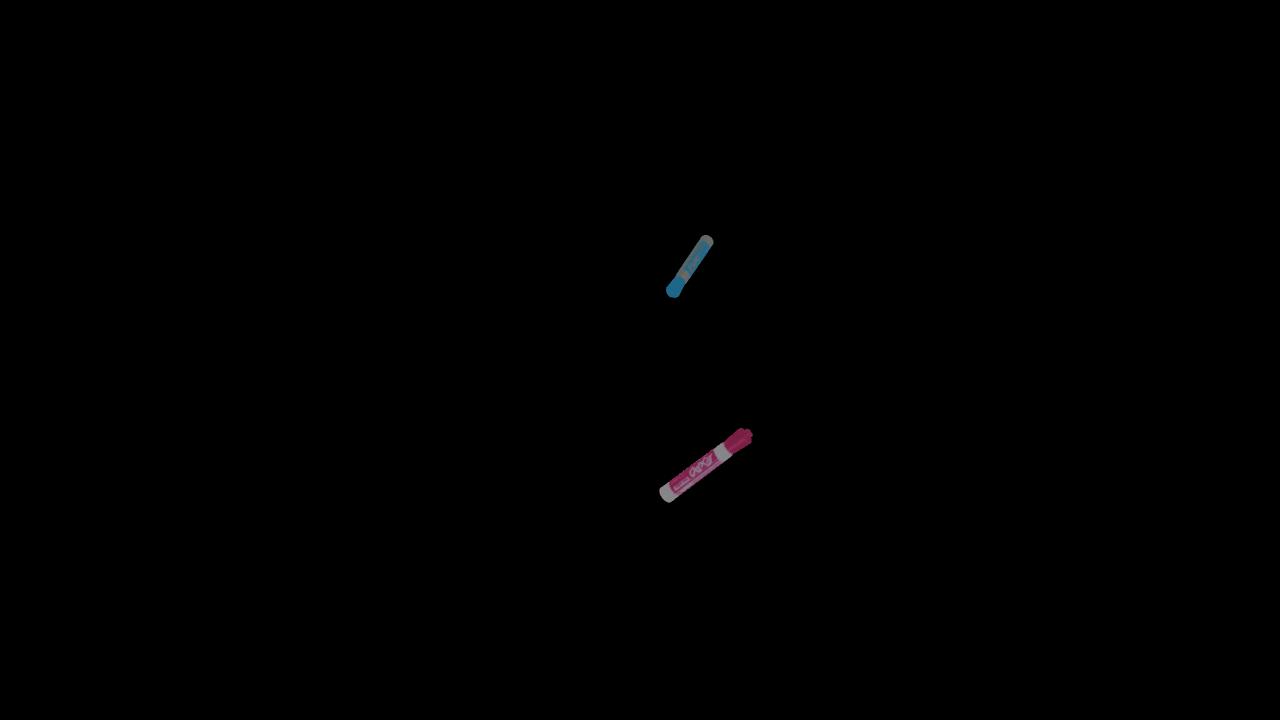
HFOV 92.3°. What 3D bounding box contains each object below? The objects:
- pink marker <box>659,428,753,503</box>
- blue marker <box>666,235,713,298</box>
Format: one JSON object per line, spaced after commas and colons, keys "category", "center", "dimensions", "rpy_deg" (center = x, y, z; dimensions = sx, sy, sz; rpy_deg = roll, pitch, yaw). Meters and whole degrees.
{"category": "pink marker", "center": [0.068, 0.109, 0.639], "dimensions": [0.121, 0.020, 0.020], "rpy_deg": [-42, -19, 23]}
{"category": "blue marker", "center": [0.064, -0.121, 0.795], "dimensions": [0.020, 0.020, 0.121], "rpy_deg": [0, 42, 37]}
